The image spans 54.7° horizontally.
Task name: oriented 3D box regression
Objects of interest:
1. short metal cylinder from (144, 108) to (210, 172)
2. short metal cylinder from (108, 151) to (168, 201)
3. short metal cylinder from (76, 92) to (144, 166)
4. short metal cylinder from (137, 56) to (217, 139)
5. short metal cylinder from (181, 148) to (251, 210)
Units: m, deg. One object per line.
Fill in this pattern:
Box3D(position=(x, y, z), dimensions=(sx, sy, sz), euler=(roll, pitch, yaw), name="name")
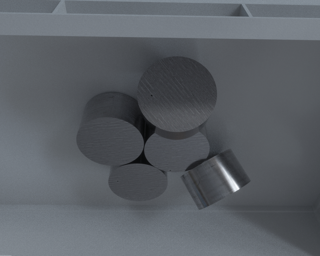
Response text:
Box3D(position=(0.021, 0.012, 0.401), dimensions=(0.081, 0.050, 0.079), euler=(0, 130, 0), name="short metal cylinder")
Box3D(position=(-0.030, 0.059, 0.440), dimensions=(0.081, 0.050, 0.079), euler=(0, 130, 0), name="short metal cylinder")
Box3D(position=(-0.060, 0.002, 0.391), dimensions=(0.081, 0.050, 0.079), euler=(0, 130, 0), name="short metal cylinder")
Box3D(position=(0.018, -0.030, 0.336), dimensions=(0.081, 0.080, 0.050), euler=(-2, 169, 1), name="short metal cylinder")
Box3D(position=(0.075, 0.070, 0.424), dimensions=(0.080, 0.050, 0.080), euler=(-28, 168, -7), name="short metal cylinder")
